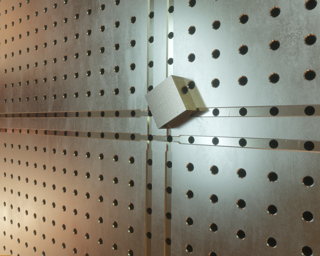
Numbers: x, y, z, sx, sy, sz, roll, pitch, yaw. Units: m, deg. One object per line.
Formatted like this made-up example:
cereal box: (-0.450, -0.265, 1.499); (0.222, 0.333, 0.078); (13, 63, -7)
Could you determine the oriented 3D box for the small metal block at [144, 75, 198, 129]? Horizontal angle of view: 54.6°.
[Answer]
small metal block: (0.013, -0.032, 0.399); (0.050, 0.025, 0.050); (-34, 69, 35)
